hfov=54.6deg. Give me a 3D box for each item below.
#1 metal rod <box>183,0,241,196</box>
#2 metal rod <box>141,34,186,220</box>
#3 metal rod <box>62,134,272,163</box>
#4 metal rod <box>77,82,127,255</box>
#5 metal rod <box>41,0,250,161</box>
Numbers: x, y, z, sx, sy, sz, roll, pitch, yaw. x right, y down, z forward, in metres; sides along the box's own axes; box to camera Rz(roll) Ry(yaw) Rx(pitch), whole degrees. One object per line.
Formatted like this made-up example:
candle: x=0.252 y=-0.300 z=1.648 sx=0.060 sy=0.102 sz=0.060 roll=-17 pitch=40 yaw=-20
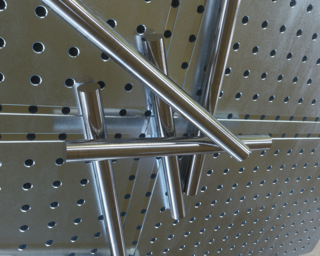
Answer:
metal rod: x=0.066 y=-0.029 z=0.428 sx=0.025 sy=0.025 sz=0.298 roll=-7 pitch=122 yaw=-25
metal rod: x=0.011 y=0.021 z=0.428 sx=0.025 sy=0.025 sz=0.298 roll=-21 pitch=126 yaw=-16
metal rod: x=0.030 y=0.024 z=0.407 sx=0.302 sy=0.025 sz=0.025 roll=-1 pitch=119 yaw=-28
metal rod: x=-0.072 y=0.081 z=0.420 sx=0.025 sy=0.025 sz=0.298 roll=-16 pitch=125 yaw=-19
metal rod: x=0.006 y=-0.045 z=0.352 sx=0.301 sy=0.025 sz=0.025 roll=37 pitch=98 yaw=-28
